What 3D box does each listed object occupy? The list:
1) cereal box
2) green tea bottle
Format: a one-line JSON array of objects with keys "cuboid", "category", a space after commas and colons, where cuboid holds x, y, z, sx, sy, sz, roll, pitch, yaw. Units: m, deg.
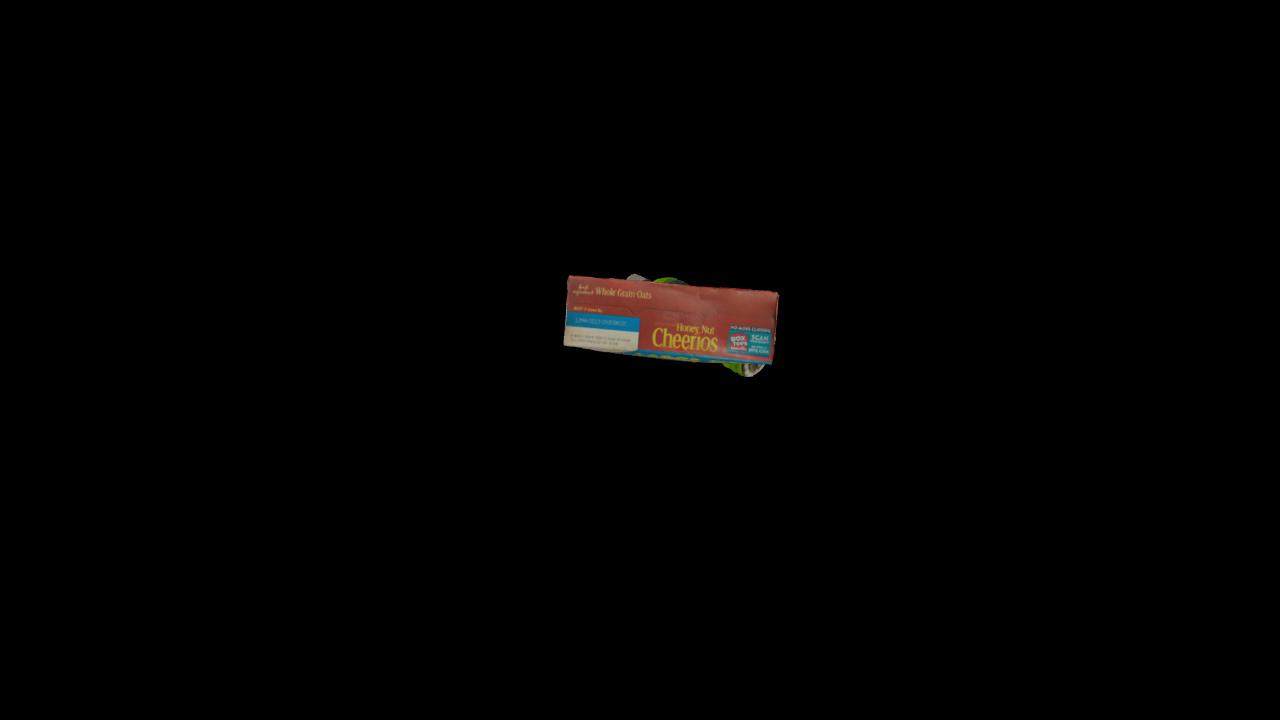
[{"cuboid": [0.038, -0.041, 0.723, 0.203, 0.081, 0.306, 5, 3, 4], "category": "cereal box"}, {"cuboid": [0.065, -0.055, 0.766, 0.212, 0.073, 0.073, 34, 20, 32], "category": "green tea bottle"}]
